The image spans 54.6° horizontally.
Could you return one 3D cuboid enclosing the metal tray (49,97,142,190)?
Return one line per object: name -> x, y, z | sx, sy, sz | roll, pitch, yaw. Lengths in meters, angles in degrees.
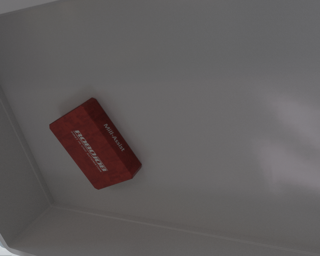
metal tray -> -0.099, 0.028, 0.476 | 0.090, 0.030, 0.130 | -24, 106, 36
